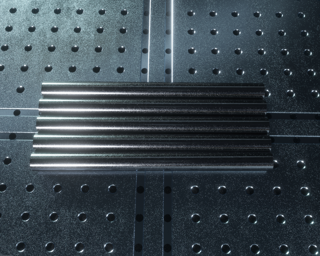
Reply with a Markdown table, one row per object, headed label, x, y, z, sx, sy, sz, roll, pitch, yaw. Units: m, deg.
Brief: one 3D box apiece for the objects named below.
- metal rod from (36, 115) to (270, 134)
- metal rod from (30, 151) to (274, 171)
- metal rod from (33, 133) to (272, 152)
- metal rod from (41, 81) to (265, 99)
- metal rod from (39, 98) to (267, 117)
| label | x | y | z | sx | sy | sz | roll | pitch | yaw |
| --- | --- | --- | --- | --- | --- | --- | --- | --- | --- |
| metal rod | -0.009 | -0.004 | 0.413 | 0.302 | 0.025 | 0.025 | 0 | 70 | -1 |
| metal rod | -0.009 | 0.042 | 0.396 | 0.302 | 0.025 | 0.025 | 0 | 70 | -1 |
| metal rod | -0.009 | 0.020 | 0.404 | 0.302 | 0.025 | 0.025 | 0 | 70 | -1 |
| metal rod | -0.009 | -0.051 | 0.430 | 0.302 | 0.025 | 0.025 | 0 | 70 | -1 |
| metal rod | -0.009 | -0.028 | 0.422 | 0.302 | 0.025 | 0.025 | 0 | 70 | -1 |
